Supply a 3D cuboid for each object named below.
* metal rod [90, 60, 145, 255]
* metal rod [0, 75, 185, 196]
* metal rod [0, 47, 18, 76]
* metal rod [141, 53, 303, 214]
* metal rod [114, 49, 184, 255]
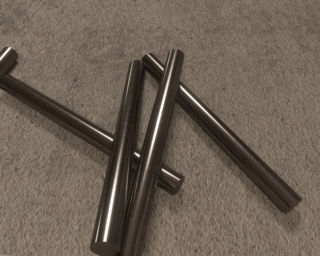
[{"bbox_3d":[-0.041,0.002,0.370,0.025,0.025,0.300,2,41,1],"label":"metal rod"},{"bbox_3d":[-0.102,-0.001,0.402,0.300,0.025,0.025,28,55,21],"label":"metal rod"},{"bbox_3d":[-0.272,-0.009,0.406,0.025,0.025,0.300,9,50,7],"label":"metal rod"},{"bbox_3d":[0.062,-0.012,0.413,0.025,0.025,0.300,-26,55,-21],"label":"metal rod"},{"bbox_3d":[-0.003,0.006,0.363,0.025,0.025,0.300,8,50,6],"label":"metal rod"}]
